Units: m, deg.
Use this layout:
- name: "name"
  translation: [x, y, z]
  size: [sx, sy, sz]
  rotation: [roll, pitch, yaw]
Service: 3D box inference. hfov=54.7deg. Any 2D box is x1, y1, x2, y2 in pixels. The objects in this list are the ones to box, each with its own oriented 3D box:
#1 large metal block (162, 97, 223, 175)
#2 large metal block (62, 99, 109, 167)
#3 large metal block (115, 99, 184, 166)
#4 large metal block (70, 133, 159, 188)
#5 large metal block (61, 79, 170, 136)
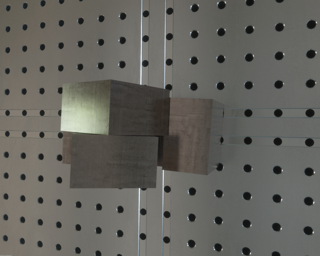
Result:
- name: "large metal block"
  translation: [0.042, 0.008, 0.368]
  size: [0.050, 0.080, 0.079]
  rotation: [4, 92, 20]
- name: "large metal block"
  translation: [-0.082, 0.005, 0.411]
  size: [0.050, 0.080, 0.079]
  rotation: [2, 91, 20]
- name: "large metal block"
  translation: [-0.015, 0.005, 0.401]
  size: [0.080, 0.050, 0.079]
  rotation: [3, 91, 19]
- name: "large metal block"
  translation: [-0.051, 0.031, 0.329]
  size: [0.081, 0.080, 0.050]
  rotation: [3, 91, -14]
- name: "large metal block"
  translation: [-0.047, -0.019, 0.331]
  size: [0.080, 0.081, 0.050]
  rotation: [3, 91, 42]
